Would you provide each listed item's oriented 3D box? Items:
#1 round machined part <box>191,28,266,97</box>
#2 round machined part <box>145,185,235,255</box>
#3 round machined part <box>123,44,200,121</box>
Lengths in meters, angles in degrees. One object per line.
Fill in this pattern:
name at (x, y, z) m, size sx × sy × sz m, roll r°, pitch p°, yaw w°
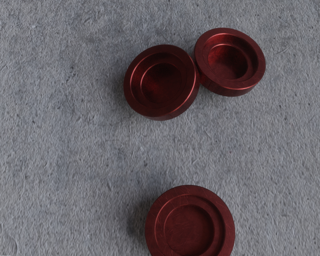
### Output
round machined part at (0.089, -0.085, 0.425) m, size 0.099 × 0.042 × 0.098 m, roll 4°, pitch 67°, yaw -9°
round machined part at (0.033, 0.117, 0.356) m, size 0.099 × 0.042 × 0.098 m, roll 0°, pitch 70°, yaw 0°
round machined part at (0.005, -0.056, 0.408) m, size 0.098 × 0.042 × 0.098 m, roll -6°, pitch 74°, yaw 21°
